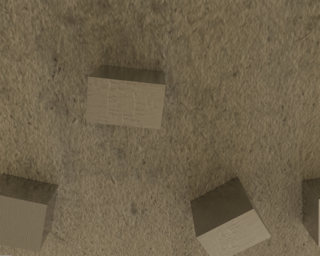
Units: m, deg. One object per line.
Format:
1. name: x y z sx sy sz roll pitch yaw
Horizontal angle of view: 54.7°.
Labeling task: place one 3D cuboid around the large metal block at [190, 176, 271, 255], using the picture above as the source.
1. large metal block: 0.093 0.124 0.428 0.080 0.080 0.050 -31 108 10

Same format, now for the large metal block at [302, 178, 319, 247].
1. large metal block: 0.256 0.116 0.443 0.080 0.050 0.079 -9 110 3

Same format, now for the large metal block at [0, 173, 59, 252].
1. large metal block: -0.197 0.119 0.438 0.081 0.050 0.079 14 109 -6

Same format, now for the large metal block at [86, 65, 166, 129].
1. large metal block: -0.037 -0.039 0.365 0.081 0.080 0.050 6 110 -3
